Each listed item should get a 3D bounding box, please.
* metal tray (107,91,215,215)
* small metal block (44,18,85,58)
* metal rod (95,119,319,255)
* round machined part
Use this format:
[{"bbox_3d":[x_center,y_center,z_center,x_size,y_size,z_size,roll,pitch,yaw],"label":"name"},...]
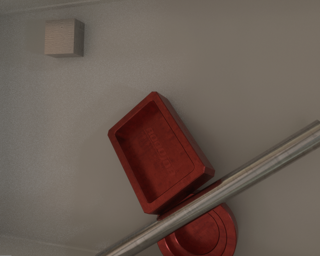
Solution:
[{"bbox_3d":[-0.004,0.029,0.385,0.090,0.030,0.130,-40,57,15],"label":"metal tray"},{"bbox_3d":[-0.141,-0.132,0.459,0.050,0.025,0.050,3,91,19],"label":"small metal block"},{"bbox_3d":[0.047,0.085,0.348,0.300,0.025,0.025,-35,79,14],"label":"metal rod"},{"bbox_3d":[0.047,0.125,0.384,0.098,0.042,0.097,0,90,19],"label":"round machined part"}]
